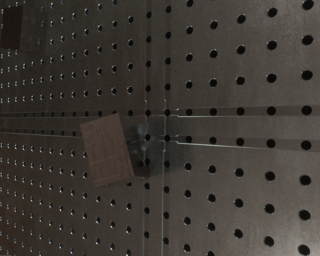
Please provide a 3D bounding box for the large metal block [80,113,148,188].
[{"bbox_3d":[-0.058,0.033,0.410,0.050,0.080,0.080,-17,77,5],"label":"large metal block"}]

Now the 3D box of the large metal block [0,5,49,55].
[{"bbox_3d":[-0.268,-0.191,0.610,0.080,0.050,0.079,15,99,38],"label":"large metal block"}]
